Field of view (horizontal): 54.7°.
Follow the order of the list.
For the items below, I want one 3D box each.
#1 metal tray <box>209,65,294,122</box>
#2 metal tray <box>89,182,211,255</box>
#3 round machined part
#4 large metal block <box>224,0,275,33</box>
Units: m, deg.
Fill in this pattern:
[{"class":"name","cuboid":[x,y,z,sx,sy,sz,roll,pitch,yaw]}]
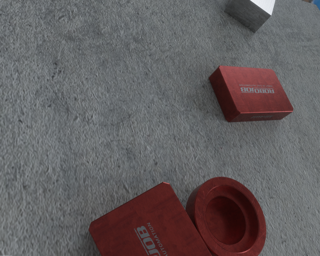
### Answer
[{"class":"metal tray","cuboid":[0.154,-0.058,0.522,0.131,0.030,0.090,-3,63,-30]},{"class":"metal tray","cuboid":[0.000,0.131,0.304,0.091,0.030,0.130,-27,76,-18]},{"class":"round machined part","cuboid":[0.073,0.111,0.366,0.099,0.042,0.098,14,56,-21]},{"class":"large metal block","cuboid":[0.191,-0.261,0.653,0.080,0.050,0.080,32,51,-8]}]
